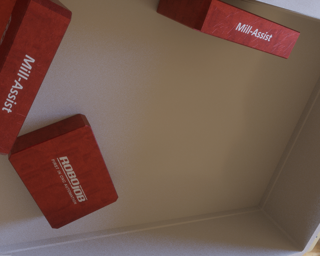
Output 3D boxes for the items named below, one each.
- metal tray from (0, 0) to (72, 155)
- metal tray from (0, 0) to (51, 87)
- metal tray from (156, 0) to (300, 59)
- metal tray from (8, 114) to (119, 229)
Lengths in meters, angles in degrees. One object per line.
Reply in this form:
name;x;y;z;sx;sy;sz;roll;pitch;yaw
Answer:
metal tray;-0.125;-0.054;0.263;0.030;0.090;0.129;19;108;-38
metal tray;-0.157;-0.082;0.257;0.090;0.030;0.129;26;105;-26
metal tray;0.073;-0.114;0.335;0.131;0.090;0.030;6;116;-31
metal tray;-0.112;0.056;0.379;0.091;0.030;0.129;-23;127;-14
